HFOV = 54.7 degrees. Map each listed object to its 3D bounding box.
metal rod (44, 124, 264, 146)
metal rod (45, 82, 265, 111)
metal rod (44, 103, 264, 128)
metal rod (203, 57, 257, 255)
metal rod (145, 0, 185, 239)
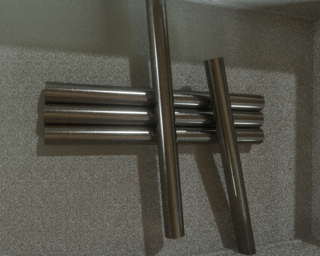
[{"bbox_3d":[0.007,0.010,0.413,0.303,0.025,0.025,1,90,-21],"label":"metal rod"},{"bbox_3d":[0.008,-0.040,0.413,0.303,0.025,0.025,1,90,-21],"label":"metal rod"},{"bbox_3d":[0.007,-0.015,0.413,0.303,0.025,0.025,1,90,-21],"label":"metal rod"},{"bbox_3d":[0.100,0.054,0.426,0.025,0.025,0.298,-17,103,-20],"label":"metal rod"},{"bbox_3d":[0.007,-0.013,0.386,0.025,0.025,0.298,-5,92,-20],"label":"metal rod"}]
